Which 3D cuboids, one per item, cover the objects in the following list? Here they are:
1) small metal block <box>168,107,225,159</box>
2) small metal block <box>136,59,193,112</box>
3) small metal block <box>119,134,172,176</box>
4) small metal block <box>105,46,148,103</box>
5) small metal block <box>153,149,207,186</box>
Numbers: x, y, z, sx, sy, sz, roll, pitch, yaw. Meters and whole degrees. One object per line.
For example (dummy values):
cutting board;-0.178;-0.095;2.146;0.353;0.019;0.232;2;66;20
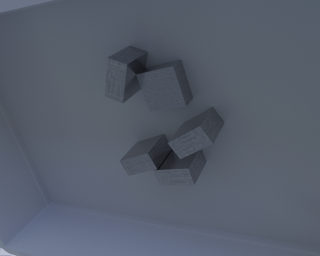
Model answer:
small metal block;0.044;0.006;0.372;0.050;0.050;0.025;-31;101;37
small metal block;0.006;-0.050;0.373;0.050;0.025;0.050;-7;115;30
small metal block;-0.018;0.037;0.423;0.050;0.050;0.025;-18;109;35
small metal block;-0.040;-0.065;0.372;0.025;0.050;0.050;22;127;15
small metal block;0.027;0.050;0.408;0.050;0.050;0.025;-7;115;31
